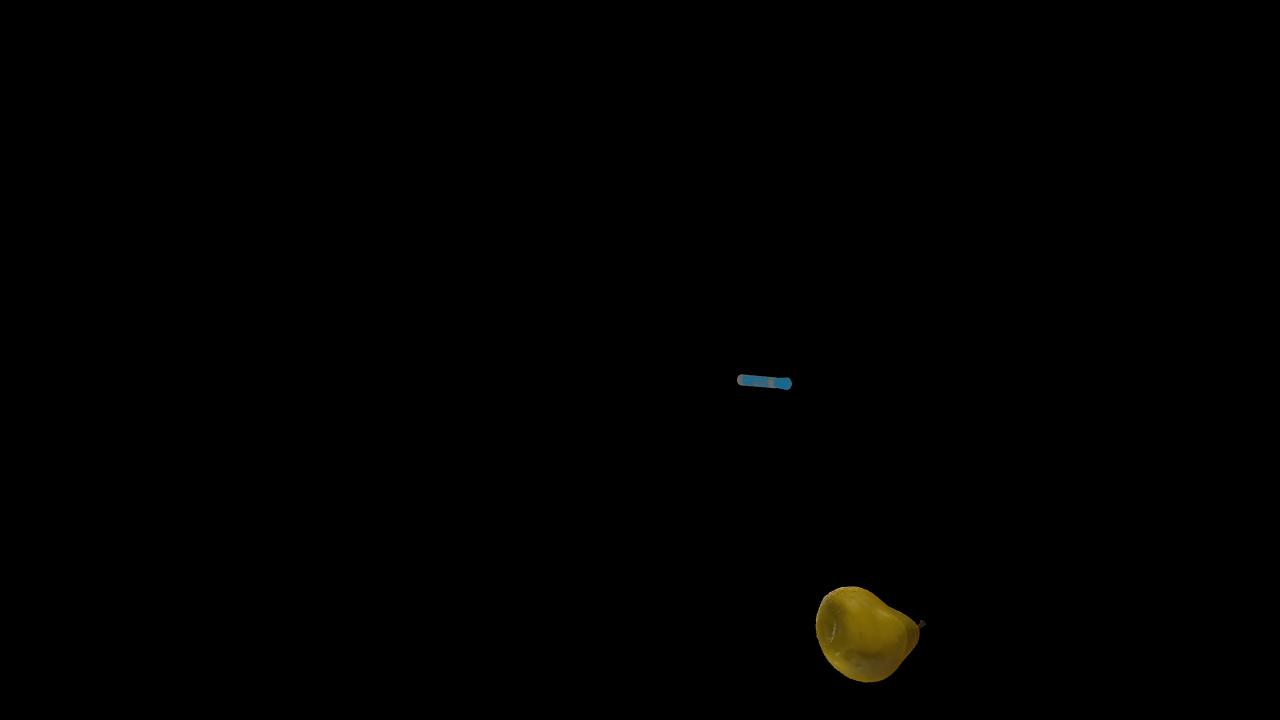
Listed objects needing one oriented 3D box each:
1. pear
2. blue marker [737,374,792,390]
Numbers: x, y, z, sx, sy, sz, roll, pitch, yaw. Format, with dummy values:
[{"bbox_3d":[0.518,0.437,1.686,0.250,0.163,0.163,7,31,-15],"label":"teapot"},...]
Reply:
[{"bbox_3d":[0.217,0.249,0.555,0.111,0.080,0.080,13,-3,-12],"label":"pear"},{"bbox_3d":[0.196,0.034,0.971,0.020,0.020,0.121,0,1,-27],"label":"blue marker"}]
